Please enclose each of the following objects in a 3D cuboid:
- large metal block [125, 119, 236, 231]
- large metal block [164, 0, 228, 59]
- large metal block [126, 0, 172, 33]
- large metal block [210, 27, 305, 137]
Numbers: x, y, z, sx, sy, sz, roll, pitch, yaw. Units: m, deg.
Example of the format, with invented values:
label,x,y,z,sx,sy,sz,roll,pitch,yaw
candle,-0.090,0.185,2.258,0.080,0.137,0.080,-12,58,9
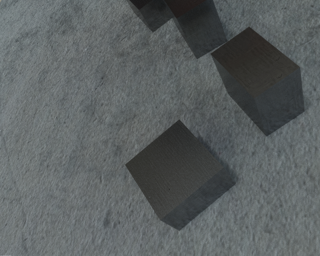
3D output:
label,x,y,z,sx,sy,sz,roll,pitch,yaw
large metal block,0.021,0.051,0.344,0.080,0.050,0.080,-40,51,0
large metal block,0.047,-0.160,0.441,0.050,0.080,0.080,-30,52,9
large metal block,-0.008,-0.223,0.527,0.080,0.050,0.080,-37,51,3
large metal block,0.108,-0.050,0.342,0.050,0.080,0.080,-35,52,5
